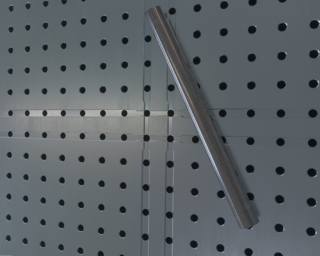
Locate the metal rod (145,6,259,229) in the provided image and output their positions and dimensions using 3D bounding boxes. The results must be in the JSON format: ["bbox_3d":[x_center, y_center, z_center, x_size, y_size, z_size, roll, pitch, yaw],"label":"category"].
[{"bbox_3d":[0.050,-0.020,0.395,0.025,0.025,0.299,-26,82,18],"label":"metal rod"}]
